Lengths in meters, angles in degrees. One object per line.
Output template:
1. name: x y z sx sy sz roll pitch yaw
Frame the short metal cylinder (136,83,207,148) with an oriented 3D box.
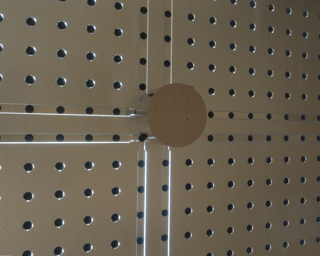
1. short metal cylinder: 0.014 -0.016 0.406 0.081 0.050 0.079 0 90 -21
